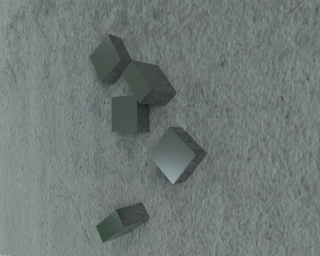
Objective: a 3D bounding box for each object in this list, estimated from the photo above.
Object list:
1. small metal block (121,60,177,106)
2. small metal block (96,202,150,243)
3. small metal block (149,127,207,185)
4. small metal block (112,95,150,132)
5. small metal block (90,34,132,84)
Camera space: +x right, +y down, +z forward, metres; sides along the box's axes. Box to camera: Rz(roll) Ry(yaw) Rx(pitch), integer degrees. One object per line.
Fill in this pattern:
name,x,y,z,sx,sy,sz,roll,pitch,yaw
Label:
small metal block,-0.013,-0.057,0.398,0.025,0.050,0.050,-46,63,30
small metal block,-0.051,0.130,0.428,0.050,0.050,0.025,-44,64,31
small metal block,0.022,0.033,0.385,0.050,0.025,0.050,48,118,29
small metal block,-0.042,-0.019,0.437,0.050,0.025,0.050,1,90,39
small metal block,-0.073,-0.102,0.463,0.050,0.025,0.050,-40,66,32
